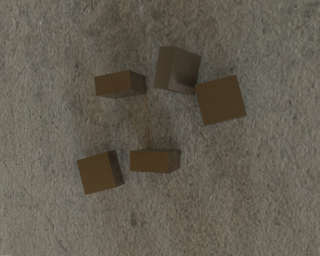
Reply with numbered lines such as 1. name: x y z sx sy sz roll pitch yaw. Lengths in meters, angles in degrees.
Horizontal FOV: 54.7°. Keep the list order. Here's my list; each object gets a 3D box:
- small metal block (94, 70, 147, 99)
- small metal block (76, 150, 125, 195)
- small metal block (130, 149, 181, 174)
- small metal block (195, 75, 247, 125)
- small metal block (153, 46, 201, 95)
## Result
1. small metal block: -0.051 -0.057 0.413 0.050 0.050 0.025 -7 88 19
2. small metal block: -0.084 0.063 0.437 0.050 0.025 0.050 -17 84 18
3. small metal block: -0.005 0.041 0.397 0.050 0.050 0.025 1 91 19
4. small metal block: 0.073 -0.033 0.378 0.050 0.025 0.050 -14 86 6
5. small metal block: 0.022 -0.070 0.384 0.025 0.050 0.050 13 95 44
